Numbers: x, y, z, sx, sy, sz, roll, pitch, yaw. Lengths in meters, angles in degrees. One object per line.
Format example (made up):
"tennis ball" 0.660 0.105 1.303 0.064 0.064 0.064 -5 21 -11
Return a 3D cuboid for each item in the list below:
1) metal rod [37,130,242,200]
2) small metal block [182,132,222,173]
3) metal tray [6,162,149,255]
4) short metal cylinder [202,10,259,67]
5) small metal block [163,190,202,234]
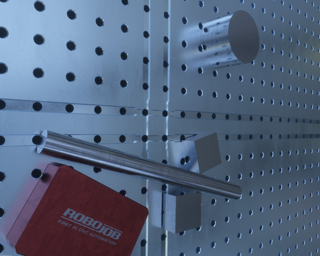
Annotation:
"metal rod" -0.001 0.056 0.395 0.302 0.025 0.025 20 77 -34
"small metal block" 0.063 0.036 0.465 0.050 0.025 0.050 -18 102 -39
"metal tray" -0.081 0.106 0.339 0.130 0.030 0.090 38 67 -34
"short metal cylinder" 0.113 -0.139 0.490 0.081 0.050 0.079 0 90 -40
"small metal block" 0.032 0.116 0.439 0.050 0.025 0.050 2 89 -40
